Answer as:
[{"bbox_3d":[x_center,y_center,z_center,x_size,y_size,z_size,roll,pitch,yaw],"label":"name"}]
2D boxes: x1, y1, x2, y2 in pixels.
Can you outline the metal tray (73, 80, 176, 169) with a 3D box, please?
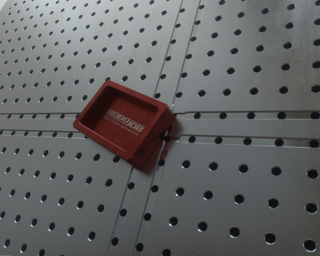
[{"bbox_3d":[-0.054,-0.010,0.440,0.130,0.030,0.090,26,76,37],"label":"metal tray"}]
